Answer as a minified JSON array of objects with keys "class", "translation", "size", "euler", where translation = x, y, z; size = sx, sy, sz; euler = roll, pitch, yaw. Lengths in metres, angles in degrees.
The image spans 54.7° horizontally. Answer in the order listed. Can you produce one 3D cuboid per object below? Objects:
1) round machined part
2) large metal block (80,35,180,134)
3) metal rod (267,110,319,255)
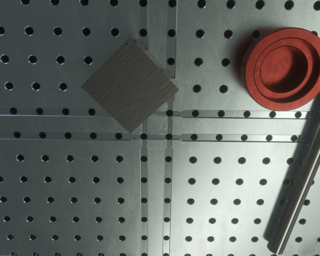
[{"class":"round machined part","translation":[0.147,-0.073,0.379],"size":[0.099,0.042,0.097],"euler":[0,110,0]},{"class":"large metal block","translation":[-0.034,-0.054,0.380],"size":[0.080,0.050,0.080],"euler":[-41,105,13]},{"class":"metal rod","translation":[0.208,0.051,0.433],"size":[0.025,0.025,0.298],"euler":[10,110,-4]}]
